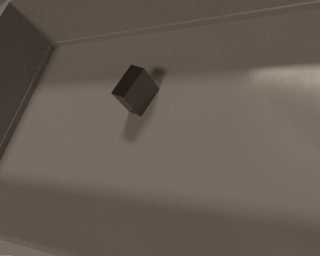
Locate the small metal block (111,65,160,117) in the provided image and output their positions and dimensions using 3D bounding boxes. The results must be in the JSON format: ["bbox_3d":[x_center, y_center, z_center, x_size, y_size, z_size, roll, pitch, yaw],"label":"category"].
[{"bbox_3d":[-0.033,-0.052,0.438,0.025,0.050,0.050,23,74,36],"label":"small metal block"}]
